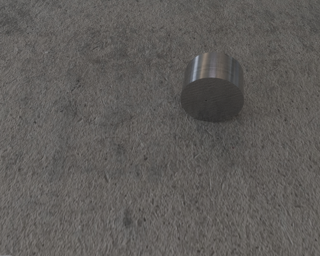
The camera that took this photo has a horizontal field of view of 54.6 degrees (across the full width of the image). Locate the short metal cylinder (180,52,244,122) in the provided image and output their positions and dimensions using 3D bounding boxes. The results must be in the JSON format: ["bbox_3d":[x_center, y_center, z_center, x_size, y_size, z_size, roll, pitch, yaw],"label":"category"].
[{"bbox_3d":[0.070,-0.053,0.412,0.080,0.080,0.050,7,51,6],"label":"short metal cylinder"}]
